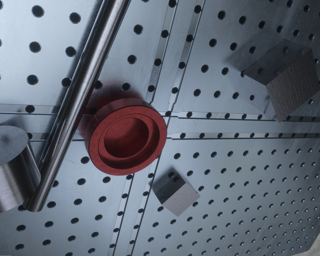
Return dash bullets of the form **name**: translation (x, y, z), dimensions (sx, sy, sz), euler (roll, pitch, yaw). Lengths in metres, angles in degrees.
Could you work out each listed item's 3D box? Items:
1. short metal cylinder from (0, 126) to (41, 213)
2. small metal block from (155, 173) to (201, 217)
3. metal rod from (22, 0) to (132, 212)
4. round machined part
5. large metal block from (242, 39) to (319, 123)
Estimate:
- **short metal cylinder**: translation (-0.167, 0.040, 0.309), dimensions (0.081, 0.080, 0.050), euler (-16, 125, -20)
- **small metal block**: translation (0.029, 0.108, 0.496), dimensions (0.050, 0.025, 0.050), euler (-42, 130, 1)
- **metal rod**: translation (-0.092, -0.031, 0.342), dimensions (0.025, 0.025, 0.298), euler (15, 110, -35)
- **round machined part**: translation (-0.044, 0.007, 0.382), dimensions (0.099, 0.042, 0.097), euler (-14, 125, -21)
- **large metal block**: translation (0.178, -0.068, 0.453), dimensions (0.080, 0.050, 0.080), euler (-39, 130, -2)
